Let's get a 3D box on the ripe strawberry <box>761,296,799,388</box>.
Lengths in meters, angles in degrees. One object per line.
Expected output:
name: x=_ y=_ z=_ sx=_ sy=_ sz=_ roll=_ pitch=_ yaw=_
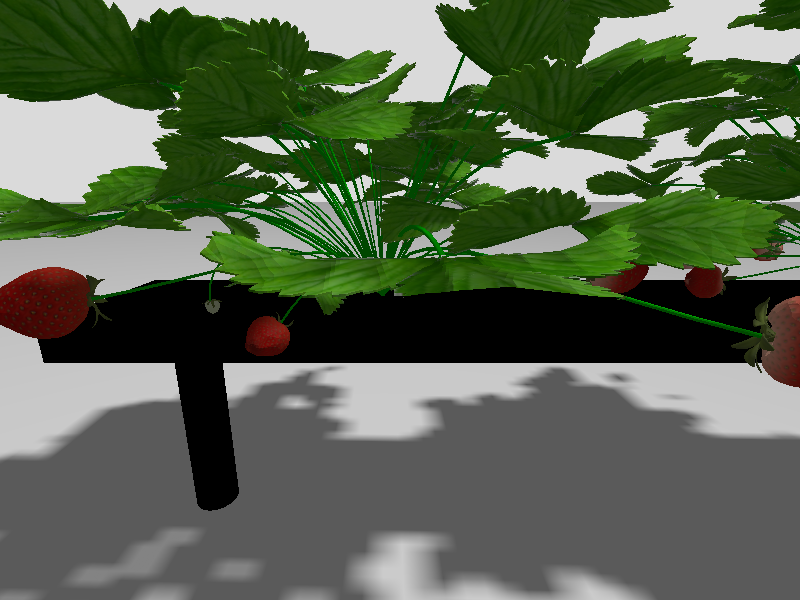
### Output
ripe strawberry: x=0.196 y=0.021 z=0.184 sx=0.044 sy=0.046 sz=0.040 roll=13 pitch=20 yaw=38

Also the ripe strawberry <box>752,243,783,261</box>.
ripe strawberry: x=0.483 y=-0.065 z=0.529 sx=0.032 sy=0.027 sz=0.032 roll=4 pitch=9 yaw=15

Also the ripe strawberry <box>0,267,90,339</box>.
ripe strawberry: x=-0.228 y=0.002 z=0.255 sx=0.050 sy=0.043 sz=0.050 roll=-8 pitch=17 yaw=-25

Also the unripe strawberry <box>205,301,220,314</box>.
unripe strawberry: x=-0.138 y=0.005 z=0.296 sx=0.010 sy=0.010 sz=0.009 roll=-8 pitch=17 yaw=-27

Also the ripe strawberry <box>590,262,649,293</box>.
ripe strawberry: x=0.196 y=-0.029 z=0.363 sx=0.052 sy=0.045 sz=0.052 roll=0 pitch=15 yaw=-2

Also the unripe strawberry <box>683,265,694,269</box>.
unripe strawberry: x=0.343 y=-0.056 z=0.479 sx=0.033 sy=0.038 sz=0.036 roll=-11 pitch=18 yaw=-35

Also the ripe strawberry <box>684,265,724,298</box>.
ripe strawberry: x=0.265 y=-0.017 z=0.351 sx=0.029 sy=0.030 sz=0.026 roll=-1 pitch=15 yaw=-2

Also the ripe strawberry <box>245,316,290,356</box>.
ripe strawberry: x=-0.076 y=0.021 z=0.227 sx=0.025 sy=0.021 sz=0.025 roll=7 pitch=27 yaw=23

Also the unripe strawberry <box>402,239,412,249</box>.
unripe strawberry: x=0.011 y=-0.087 z=0.633 sx=0.015 sy=0.017 sz=0.017 roll=1 pitch=44 yaw=5
